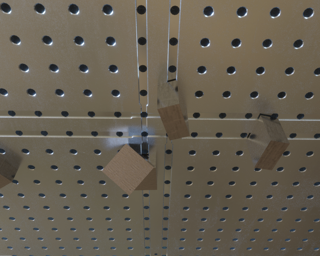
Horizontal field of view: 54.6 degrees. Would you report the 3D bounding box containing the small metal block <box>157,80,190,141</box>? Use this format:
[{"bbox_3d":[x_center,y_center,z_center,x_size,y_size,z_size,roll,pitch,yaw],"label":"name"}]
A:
[{"bbox_3d":[0.016,-0.022,0.377,0.025,0.050,0.050,-13,129,11],"label":"small metal block"}]

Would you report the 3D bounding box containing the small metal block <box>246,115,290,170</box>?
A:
[{"bbox_3d":[0.142,0.020,0.413,0.025,0.050,0.050,10,130,-8],"label":"small metal block"}]

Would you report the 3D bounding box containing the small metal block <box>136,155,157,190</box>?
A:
[{"bbox_3d":[-0.030,0.069,0.470,0.050,0.025,0.050,-2,130,1],"label":"small metal block"}]

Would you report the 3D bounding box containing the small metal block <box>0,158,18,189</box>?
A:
[{"bbox_3d":[-0.255,0.068,0.467,0.050,0.025,0.050,-28,125,22],"label":"small metal block"}]

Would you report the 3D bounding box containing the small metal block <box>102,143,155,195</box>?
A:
[{"bbox_3d":[-0.043,0.057,0.432,0.050,0.025,0.050,41,88,3],"label":"small metal block"}]
